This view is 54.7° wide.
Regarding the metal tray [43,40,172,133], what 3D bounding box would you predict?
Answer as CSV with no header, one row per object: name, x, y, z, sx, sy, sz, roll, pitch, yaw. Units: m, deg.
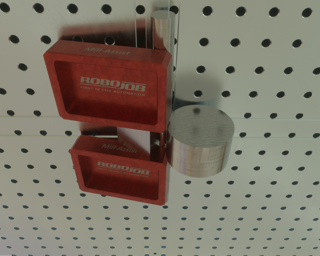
metal tray,-0.054,-0.045,0.346,0.131,0.030,0.089,8,131,9

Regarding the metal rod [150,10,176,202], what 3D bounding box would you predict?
metal rod,0.002,0.000,0.406,0.025,0.025,0.298,0,130,0

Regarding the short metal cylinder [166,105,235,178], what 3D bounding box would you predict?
short metal cylinder,0.048,0.015,0.384,0.081,0.080,0.050,0,130,0

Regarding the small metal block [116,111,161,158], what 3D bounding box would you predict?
small metal block,-0.027,0.004,0.396,0.050,0.025,0.050,22,135,23

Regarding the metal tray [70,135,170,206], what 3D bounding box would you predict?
metal tray,-0.053,0.061,0.437,0.131,0.030,0.089,8,131,9
